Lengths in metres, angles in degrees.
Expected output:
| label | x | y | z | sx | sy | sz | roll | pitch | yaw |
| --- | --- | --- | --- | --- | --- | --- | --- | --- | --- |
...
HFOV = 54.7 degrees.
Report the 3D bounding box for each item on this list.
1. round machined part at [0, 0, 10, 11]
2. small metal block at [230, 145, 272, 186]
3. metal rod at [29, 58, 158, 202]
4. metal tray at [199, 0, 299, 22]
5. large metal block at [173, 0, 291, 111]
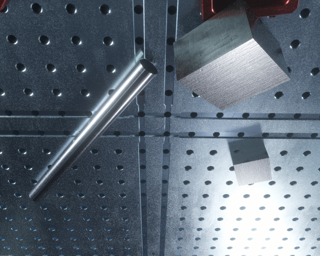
| label | x | y | z | sx | sy | sz | roll | pitch | yaw |
| --- | --- | --- | --- | --- | --- | --- | --- | --- | --- |
| round machined part | -0.178 | -0.147 | 0.273 | 0.099 | 0.042 | 0.097 | -1 | 130 | 0 |
| small metal block | 0.137 | 0.057 | 0.463 | 0.050 | 0.025 | 0.050 | -14 | 129 | 11 |
| metal rod | -0.106 | 0.019 | 0.426 | 0.025 | 0.025 | 0.299 | 31 | 123 | -24 |
| metal tray | 0.078 | -0.164 | 0.269 | 0.091 | 0.030 | 0.129 | -6 | 130 | 4 |
| large metal block | 0.072 | -0.068 | 0.314 | 0.080 | 0.050 | 0.080 | -26 | 145 | 35 |
